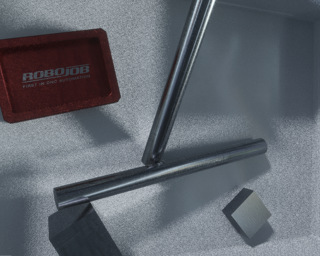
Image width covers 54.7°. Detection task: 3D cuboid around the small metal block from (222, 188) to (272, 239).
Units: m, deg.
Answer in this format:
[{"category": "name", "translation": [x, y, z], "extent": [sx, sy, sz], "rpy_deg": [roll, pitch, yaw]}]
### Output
[{"category": "small metal block", "translation": [0.129, 0.126, 0.460], "extent": [0.050, 0.025, 0.050], "rpy_deg": [-41, 103, -16]}]

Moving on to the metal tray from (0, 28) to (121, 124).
[{"category": "metal tray", "translation": [-0.120, -0.062, 0.363], "extent": [0.131, 0.030, 0.089], "rpy_deg": [-14, 95, -20]}]

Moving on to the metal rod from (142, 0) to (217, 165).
[{"category": "metal rod", "translation": [0.030, -0.085, 0.351], "extent": [0.025, 0.025, 0.298], "rpy_deg": [9, 115, -20]}]

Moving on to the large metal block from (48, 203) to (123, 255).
[{"category": "large metal block", "translation": [-0.082, 0.130, 0.352], "extent": [0.050, 0.080, 0.080], "rpy_deg": [-31, 101, -17]}]

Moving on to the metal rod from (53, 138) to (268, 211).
[{"category": "metal rod", "translation": [0.021, 0.052, 0.400], "extent": [0.303, 0.025, 0.025], "rpy_deg": [-10, 94, -27]}]
